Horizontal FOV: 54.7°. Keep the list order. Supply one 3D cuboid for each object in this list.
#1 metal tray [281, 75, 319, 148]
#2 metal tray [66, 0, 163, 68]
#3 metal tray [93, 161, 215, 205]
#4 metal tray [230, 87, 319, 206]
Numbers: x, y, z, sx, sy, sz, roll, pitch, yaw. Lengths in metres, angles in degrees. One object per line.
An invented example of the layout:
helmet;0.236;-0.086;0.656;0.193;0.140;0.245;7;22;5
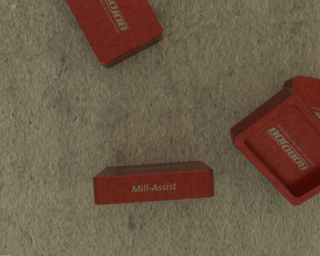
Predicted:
metal tray;0.229;-0.014;0.411;0.131;0.030;0.089;9;90;-1
metal tray;-0.065;-0.157;0.407;0.090;0.030;0.130;-28;90;-1
metal tray;-0.007;0.064;0.377;0.131;0.090;0.030;-4;90;-1
metal tray;0.162;0.026;0.379;0.090;0.030;0.130;-41;106;19
